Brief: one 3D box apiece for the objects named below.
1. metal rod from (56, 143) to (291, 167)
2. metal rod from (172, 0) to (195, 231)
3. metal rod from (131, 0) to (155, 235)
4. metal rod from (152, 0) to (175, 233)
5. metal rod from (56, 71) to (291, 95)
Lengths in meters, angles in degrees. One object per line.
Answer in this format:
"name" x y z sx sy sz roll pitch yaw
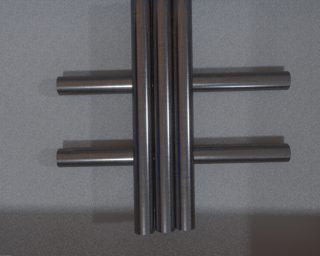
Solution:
"metal rod" 0.018 0.036 0.410 0.302 0.025 0.025 -1 90 0
"metal rod" 0.029 -0.026 0.384 0.025 0.025 0.298 -1 90 0
"metal rod" -0.022 -0.021 0.384 0.025 0.025 0.298 -1 90 0
"metal rod" 0.004 -0.023 0.384 0.025 0.025 0.298 -1 90 0
"metal rod" 0.018 -0.059 0.410 0.302 0.025 0.025 -1 90 0
